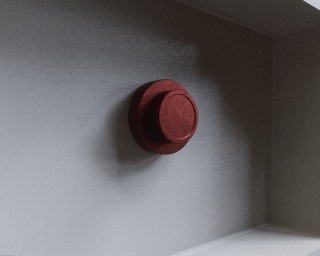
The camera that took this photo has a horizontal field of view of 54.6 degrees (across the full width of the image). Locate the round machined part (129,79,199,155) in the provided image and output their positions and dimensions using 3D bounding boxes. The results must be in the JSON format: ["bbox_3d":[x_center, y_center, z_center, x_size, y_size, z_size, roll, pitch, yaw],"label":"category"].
[{"bbox_3d":[0.012,-0.014,0.400,0.099,0.042,0.097,0,90,-40],"label":"round machined part"}]
